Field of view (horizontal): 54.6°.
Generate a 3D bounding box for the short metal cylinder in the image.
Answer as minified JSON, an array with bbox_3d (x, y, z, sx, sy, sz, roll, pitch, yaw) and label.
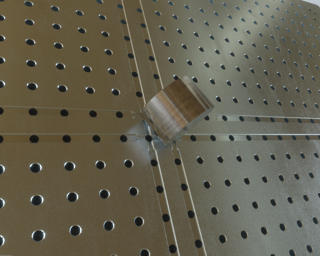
[{"bbox_3d":[0.022,-0.021,0.396,0.081,0.080,0.050,-32,79,-38],"label":"short metal cylinder"}]
